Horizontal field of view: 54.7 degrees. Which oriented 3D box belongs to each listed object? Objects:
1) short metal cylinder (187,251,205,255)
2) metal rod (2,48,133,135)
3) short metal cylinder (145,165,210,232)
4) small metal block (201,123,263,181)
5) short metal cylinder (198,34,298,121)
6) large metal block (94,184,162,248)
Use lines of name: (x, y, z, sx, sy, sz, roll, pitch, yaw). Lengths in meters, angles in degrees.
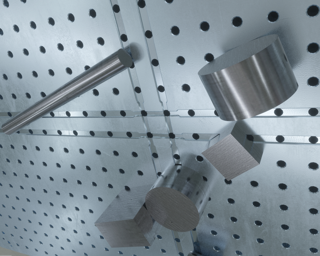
short metal cylinder: (0.062, 0.246, 0.496, 0.050, 0.080, 0.079, 14, 124, 20)
metal rod: (-0.157, -0.043, 0.467, 0.299, 0.025, 0.025, -21, 107, 36)
short metal cylinder: (0.026, 0.101, 0.444, 0.080, 0.050, 0.079, 13, 124, 20)
small metal block: (0.089, 0.031, 0.383, 0.050, 0.025, 0.050, 46, 129, -4)
short metal cylinder: (0.084, -0.049, 0.301, 0.080, 0.080, 0.050, -18, 109, 35)
large metal block: (-0.039, 0.135, 0.480, 0.080, 0.080, 0.050, -18, 109, 35)
